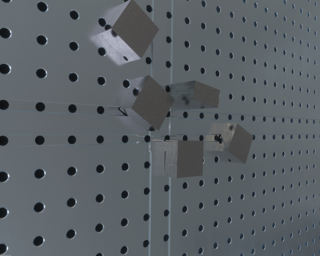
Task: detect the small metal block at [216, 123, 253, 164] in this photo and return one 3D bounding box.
[{"bbox_3d":[0.124,0.026,0.512,0.050,0.025,0.050,33,70,-35],"label":"small metal block"}]

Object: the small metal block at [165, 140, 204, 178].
[{"bbox_3d":[0.034,0.042,0.437,0.050,0.025,0.050,3,88,-40],"label":"small metal block"}]

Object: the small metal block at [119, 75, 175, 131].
[{"bbox_3d":[-0.015,-0.030,0.395,0.050,0.025,0.050,41,66,-33],"label":"small metal block"}]

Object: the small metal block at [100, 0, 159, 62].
[{"bbox_3d":[-0.036,-0.118,0.378,0.050,0.025,0.050,41,65,-32],"label":"small metal block"}]

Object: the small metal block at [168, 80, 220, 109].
[{"bbox_3d":[0.046,-0.045,0.431,0.050,0.050,0.025,13,82,-39],"label":"small metal block"}]
